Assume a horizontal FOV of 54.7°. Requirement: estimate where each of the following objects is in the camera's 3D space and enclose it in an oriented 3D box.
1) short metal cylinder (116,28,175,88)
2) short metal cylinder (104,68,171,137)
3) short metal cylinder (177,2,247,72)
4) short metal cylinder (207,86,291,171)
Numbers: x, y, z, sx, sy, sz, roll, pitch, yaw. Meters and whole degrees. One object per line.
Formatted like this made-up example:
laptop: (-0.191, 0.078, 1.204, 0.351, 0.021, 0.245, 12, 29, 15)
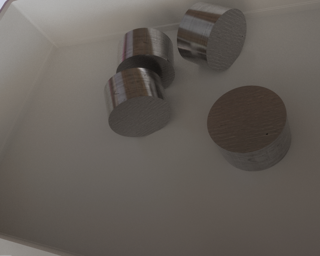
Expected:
short metal cylinder: (-0.020, -0.093, 0.438, 0.080, 0.080, 0.050, -15, 56, 20)
short metal cylinder: (-0.030, -0.032, 0.406, 0.080, 0.080, 0.050, -25, 53, 13)
short metal cylinder: (0.069, -0.120, 0.408, 0.050, 0.080, 0.080, 32, 80, 38)
short metal cylinder: (0.098, 0.001, 0.338, 0.080, 0.050, 0.080, -13, 56, 21)
